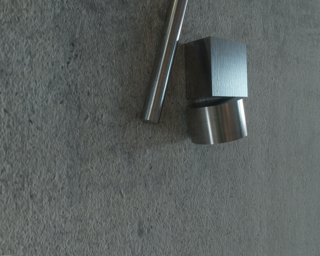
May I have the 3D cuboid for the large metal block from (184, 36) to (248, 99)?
[{"bbox_3d":[0.083,-0.085,0.458,0.081,0.050,0.079,-4,92,-40],"label":"large metal block"}]

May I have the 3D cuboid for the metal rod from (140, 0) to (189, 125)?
[{"bbox_3d":[0.020,-0.150,0.421,0.025,0.025,0.299,22,76,-38],"label":"metal rod"}]

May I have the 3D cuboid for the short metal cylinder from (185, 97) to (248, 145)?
[{"bbox_3d":[0.080,-0.012,0.435,0.081,0.080,0.050,-18,102,-39],"label":"short metal cylinder"}]
